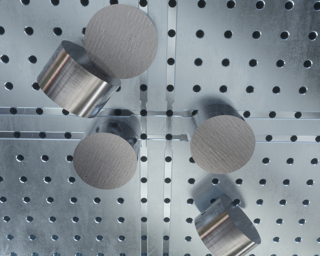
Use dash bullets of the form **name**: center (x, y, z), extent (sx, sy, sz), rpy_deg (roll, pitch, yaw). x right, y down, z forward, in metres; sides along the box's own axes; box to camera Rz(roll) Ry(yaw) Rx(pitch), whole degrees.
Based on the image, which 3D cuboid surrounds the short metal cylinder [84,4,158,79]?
- **short metal cylinder**: center (-0.042, -0.102, 0.362), extent (0.081, 0.050, 0.079), rpy_deg (0, 110, 0)

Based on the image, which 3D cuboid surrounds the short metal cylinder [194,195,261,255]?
- **short metal cylinder**: center (0.095, 0.143, 0.438), extent (0.080, 0.080, 0.050), rpy_deg (42, 105, -14)

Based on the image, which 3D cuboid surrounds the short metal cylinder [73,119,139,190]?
- **short metal cylinder**: center (-0.069, 0.034, 0.412), extent (0.081, 0.050, 0.079), rpy_deg (0, 110, 0)

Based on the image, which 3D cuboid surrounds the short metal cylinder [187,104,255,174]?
- **short metal cylinder**: center (0.078, 0.013, 0.406), extent (0.081, 0.050, 0.079), rpy_deg (0, 110, 0)

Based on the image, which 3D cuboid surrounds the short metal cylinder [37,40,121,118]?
- **short metal cylinder**: center (-0.093, -0.057, 0.362), extent (0.080, 0.080, 0.050), rpy_deg (37, 106, -13)
